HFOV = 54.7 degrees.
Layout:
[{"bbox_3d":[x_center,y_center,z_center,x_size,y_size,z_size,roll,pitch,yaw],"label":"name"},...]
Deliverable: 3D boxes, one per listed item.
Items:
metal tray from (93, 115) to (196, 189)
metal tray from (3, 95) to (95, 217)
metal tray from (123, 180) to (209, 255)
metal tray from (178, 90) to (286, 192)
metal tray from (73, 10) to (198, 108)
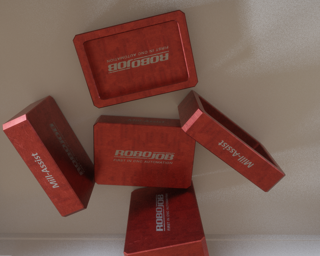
[{"bbox_3d":[-0.021,0.033,0.417,0.131,0.030,0.089,3,110,-2],"label":"metal tray"},{"bbox_3d":[-0.128,0.032,0.384,0.030,0.090,0.129,-24,109,7],"label":"metal tray"},{"bbox_3d":[0.006,0.118,0.396,0.090,0.130,0.030,-12,110,3],"label":"metal tray"},{"bbox_3d":[0.083,0.013,0.380,0.130,0.090,0.030,36,107,-13],"label":"metal tray"},{"bbox_3d":[-0.027,-0.083,0.376,0.131,0.030,0.089,-13,110,4],"label":"metal tray"}]
